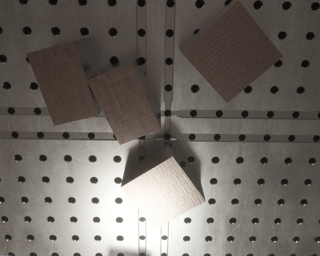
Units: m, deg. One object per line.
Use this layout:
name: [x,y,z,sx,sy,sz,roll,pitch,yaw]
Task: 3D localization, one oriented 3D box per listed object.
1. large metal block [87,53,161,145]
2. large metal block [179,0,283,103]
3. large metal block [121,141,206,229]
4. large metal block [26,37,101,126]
large metal block: [-0.038,-0.038,0.370,0.050,0.080,0.080,-22,109,7]
large metal block: [0.081,-0.090,0.368,0.080,0.050,0.080,-41,106,13]
large metal block: [0.005,0.078,0.429,0.080,0.050,0.080,-32,107,11]
large metal block: [-0.101,-0.058,0.361,0.050,0.080,0.080,-13,110,4]
